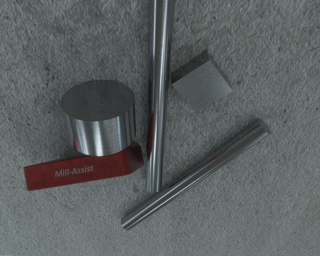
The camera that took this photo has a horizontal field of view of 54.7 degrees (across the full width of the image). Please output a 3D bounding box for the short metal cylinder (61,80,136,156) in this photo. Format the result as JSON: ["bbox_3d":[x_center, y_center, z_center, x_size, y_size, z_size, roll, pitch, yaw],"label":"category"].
[{"bbox_3d":[-0.069,-0.013,0.359,0.081,0.080,0.050,1,130,-1],"label":"short metal cylinder"}]

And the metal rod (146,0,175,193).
[{"bbox_3d":[-0.004,-0.022,0.388,0.025,0.025,0.298,2,130,-2],"label":"metal rod"}]

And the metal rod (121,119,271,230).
[{"bbox_3d":[0.039,0.084,0.479,0.025,0.025,0.299,34,122,-26],"label":"metal rod"}]

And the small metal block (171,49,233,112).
[{"bbox_3d":[0.048,-0.054,0.362,0.050,0.025,0.050,-31,124,23],"label":"small metal block"}]

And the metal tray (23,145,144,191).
[{"bbox_3d":[-0.094,0.050,0.407,0.131,0.090,0.030,-10,89,8],"label":"metal tray"}]
